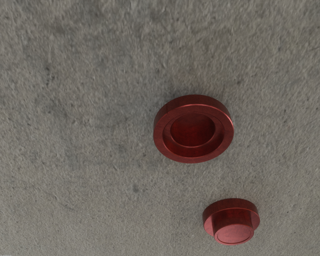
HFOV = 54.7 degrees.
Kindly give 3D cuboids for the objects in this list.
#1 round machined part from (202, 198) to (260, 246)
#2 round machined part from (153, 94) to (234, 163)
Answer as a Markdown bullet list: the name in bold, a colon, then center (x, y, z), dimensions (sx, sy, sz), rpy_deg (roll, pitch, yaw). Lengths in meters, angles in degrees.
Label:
- **round machined part**: center (0.126, 0.170, 0.543), dimensions (0.099, 0.042, 0.097), rpy_deg (-1, 130, 0)
- **round machined part**: center (0.041, -0.003, 0.394), dimensions (0.099, 0.042, 0.097), rpy_deg (-1, 130, 0)
